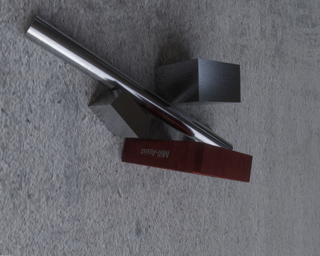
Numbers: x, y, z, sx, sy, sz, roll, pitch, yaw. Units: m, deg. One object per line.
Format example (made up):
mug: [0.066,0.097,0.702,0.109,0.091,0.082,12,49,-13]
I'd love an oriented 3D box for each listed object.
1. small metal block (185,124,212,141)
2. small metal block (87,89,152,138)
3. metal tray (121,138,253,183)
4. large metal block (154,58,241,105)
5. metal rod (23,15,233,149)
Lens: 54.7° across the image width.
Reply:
small metal block: [0.063,0.029,0.462,0.050,0.025,0.050,49,61,-29]
small metal block: [-0.046,-0.016,0.352,0.050,0.050,0.025,52,59,-28]
metal tray: [0.028,0.036,0.363,0.091,0.130,0.030,16,80,-39]
large metal block: [0.049,-0.057,0.412,0.081,0.080,0.050,-3,92,-40]
metal rod: [-0.015,-0.033,0.378,0.301,0.025,0.025,31,71,-31]
